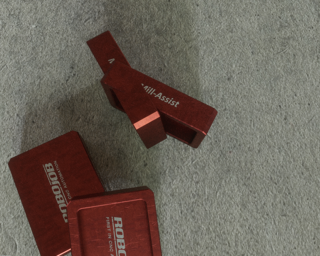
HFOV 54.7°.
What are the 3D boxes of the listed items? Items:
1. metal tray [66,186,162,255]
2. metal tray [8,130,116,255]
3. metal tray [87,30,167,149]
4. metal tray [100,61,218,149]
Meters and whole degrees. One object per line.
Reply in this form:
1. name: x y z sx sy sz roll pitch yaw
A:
1. metal tray: -0.045 0.134 0.331 0.091 0.030 0.129 -7 87 -9
2. metal tray: -0.116 0.079 0.376 0.090 0.030 0.130 -26 72 -9
3. metal tray: -0.039 -0.045 0.385 0.030 0.090 0.130 -30 70 -4
4. metal tray: -0.002 -0.024 0.377 0.130 0.090 0.030 27 77 6
